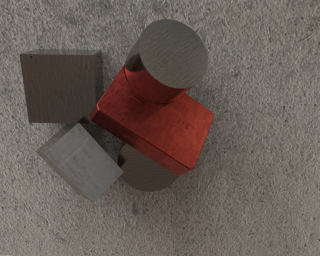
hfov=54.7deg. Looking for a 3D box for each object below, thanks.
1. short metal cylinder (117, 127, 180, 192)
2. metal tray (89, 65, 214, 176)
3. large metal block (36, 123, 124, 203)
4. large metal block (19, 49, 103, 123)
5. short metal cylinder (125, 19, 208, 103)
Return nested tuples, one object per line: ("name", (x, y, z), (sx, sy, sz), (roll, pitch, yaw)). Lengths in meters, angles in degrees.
("short metal cylinder", (-0.013, 0.037, 0.412), (0.081, 0.050, 0.079), (0, 110, 0))
("metal tray", (-0.005, -0.014, 0.372), (0.130, 0.090, 0.030), (34, 146, -12))
("large metal block", (-0.103, 0.042, 0.389), (0.050, 0.080, 0.080), (-46, 108, -22))
("large metal block", (-0.114, -0.052, 0.375), (0.081, 0.050, 0.079), (1, 110, -1))
("short metal cylinder", (0.006, -0.073, 0.350), (0.081, 0.050, 0.080), (6, 74, -22))
